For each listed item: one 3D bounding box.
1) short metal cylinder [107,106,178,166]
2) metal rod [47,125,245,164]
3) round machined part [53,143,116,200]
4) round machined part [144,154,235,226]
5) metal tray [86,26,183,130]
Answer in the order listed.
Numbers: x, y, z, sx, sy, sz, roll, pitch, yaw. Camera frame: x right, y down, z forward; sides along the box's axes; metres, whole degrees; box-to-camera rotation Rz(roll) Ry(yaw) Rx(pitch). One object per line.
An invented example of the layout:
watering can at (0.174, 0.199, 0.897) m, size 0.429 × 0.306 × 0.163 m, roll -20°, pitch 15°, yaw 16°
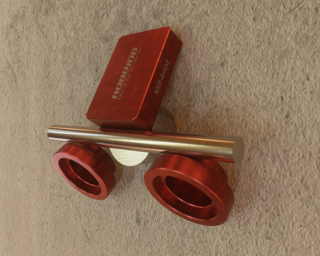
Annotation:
short metal cylinder at (-0.024, 0.008, 0.408) m, size 0.080 × 0.050 × 0.079 m, roll 0°, pitch 90°, yaw 39°
metal rod at (-0.044, 0.014, 0.377) m, size 0.300 × 0.025 × 0.025 m, roll 3°, pitch 92°, yaw 39°
round machined part at (-0.105, 0.058, 0.459) m, size 0.098 × 0.042 × 0.097 m, roll 22°, pitch 140°, yaw 20°
round machined part at (0.035, 0.061, 0.342) m, size 0.098 × 0.042 × 0.097 m, roll 22°, pitch 144°, yaw 18°
metal tray at (-0.033, -0.062, 0.393) m, size 0.090 × 0.030 × 0.130 m, roll 3°, pitch 66°, yaw 39°
